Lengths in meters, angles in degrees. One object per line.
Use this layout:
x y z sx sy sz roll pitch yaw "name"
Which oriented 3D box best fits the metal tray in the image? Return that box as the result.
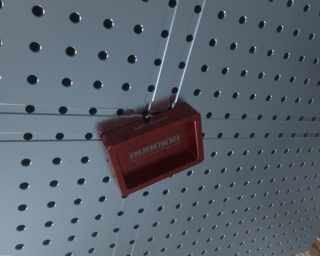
-0.005 0.029 0.424 0.131 0.030 0.089 -21 127 -16 "metal tray"
